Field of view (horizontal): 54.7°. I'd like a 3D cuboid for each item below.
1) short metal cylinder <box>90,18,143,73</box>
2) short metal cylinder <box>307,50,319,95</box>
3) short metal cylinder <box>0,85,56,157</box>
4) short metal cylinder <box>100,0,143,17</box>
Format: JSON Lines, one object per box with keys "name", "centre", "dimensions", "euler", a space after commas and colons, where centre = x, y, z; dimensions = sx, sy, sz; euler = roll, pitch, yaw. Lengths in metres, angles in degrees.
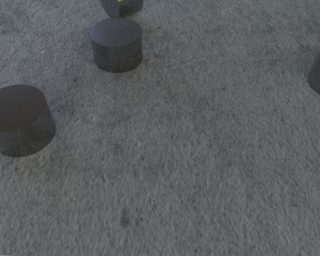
{"name": "short metal cylinder", "centre": [-0.069, -0.134, 0.499], "dimensions": [0.081, 0.050, 0.080], "euler": [0, 50, 0]}
{"name": "short metal cylinder", "centre": [0.271, -0.085, 0.462], "dimensions": [0.081, 0.050, 0.080], "euler": [0, 50, 0]}
{"name": "short metal cylinder", "centre": [-0.179, -0.010, 0.393], "dimensions": [0.081, 0.050, 0.080], "euler": [0, 50, 0]}
{"name": "short metal cylinder", "centre": [-0.074, -0.248, 0.575], "dimensions": [0.050, 0.080, 0.080], "euler": [-29, 56, -22]}
